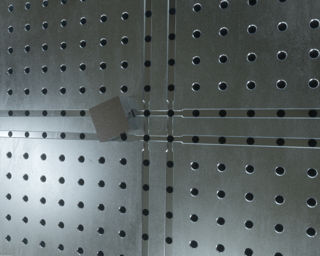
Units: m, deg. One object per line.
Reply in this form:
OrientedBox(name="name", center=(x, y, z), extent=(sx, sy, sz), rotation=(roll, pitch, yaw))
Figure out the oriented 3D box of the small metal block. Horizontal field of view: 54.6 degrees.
OrientedBox(name="small metal block", center=(-0.065, -0.012, 0.436), extent=(0.050, 0.025, 0.050), rotation=(-22, 83, 18))
